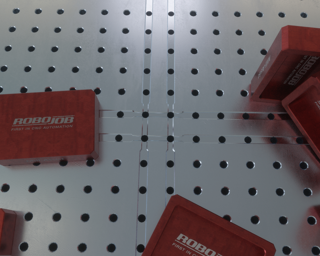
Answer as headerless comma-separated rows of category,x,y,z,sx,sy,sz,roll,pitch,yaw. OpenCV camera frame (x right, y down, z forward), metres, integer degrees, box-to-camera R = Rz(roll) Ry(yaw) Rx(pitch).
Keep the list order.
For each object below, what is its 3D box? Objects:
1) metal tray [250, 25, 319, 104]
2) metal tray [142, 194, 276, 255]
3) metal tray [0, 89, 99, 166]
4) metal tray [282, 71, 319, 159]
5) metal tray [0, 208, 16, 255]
metal tray,0.174,-0.069,0.382,0.090,0.130,0.030,7,71,2
metal tray,0.053,0.146,0.355,0.130,0.030,0.090,26,72,9
metal tray,-0.149,-0.001,0.409,0.131,0.030,0.090,-3,70,-2
metal tray,0.211,0.000,0.372,0.030,0.090,0.130,-28,78,-9
metal tray,-0.243,0.141,0.356,0.131,0.030,0.090,-1,70,-1
